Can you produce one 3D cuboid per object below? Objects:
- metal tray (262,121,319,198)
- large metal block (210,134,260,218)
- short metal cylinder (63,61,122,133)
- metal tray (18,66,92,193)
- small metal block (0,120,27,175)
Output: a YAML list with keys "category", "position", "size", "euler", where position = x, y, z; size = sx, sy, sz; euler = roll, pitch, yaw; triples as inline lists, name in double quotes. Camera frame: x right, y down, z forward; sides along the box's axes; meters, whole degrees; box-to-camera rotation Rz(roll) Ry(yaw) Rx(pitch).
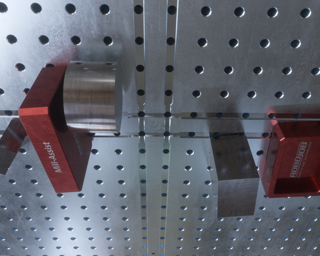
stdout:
- category: "metal tray"
  position: [0.206, 0.050, 0.453]
  size: [0.091, 0.030, 0.129]
  euler: [-4, 130, 2]
- category: "large metal block"
  position: [0.100, 0.067, 0.434]
  size: [0.050, 0.080, 0.080]
  euler: [-5, 130, 3]
- category: "short metal cylinder"
  position: [-0.071, -0.034, 0.345]
  size: [0.050, 0.080, 0.079]
  euler: [1, 130, -1]
- category: "metal tray"
  position: [-0.117, 0.004, 0.370]
  size: [0.030, 0.090, 0.129]
  euler: [-4, 130, 3]
- category: "small metal block"
  position: [-0.203, 0.026, 0.414]
  size: [0.025, 0.050, 0.050]
  euler: [28, 125, -22]
